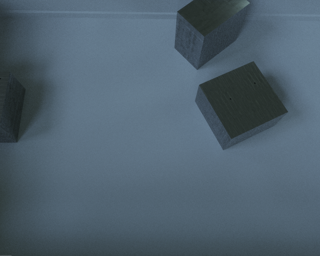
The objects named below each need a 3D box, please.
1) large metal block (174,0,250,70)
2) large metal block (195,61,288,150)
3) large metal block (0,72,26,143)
[{"bbox_3d":[0.069,-0.140,0.432,0.080,0.080,0.050,-39,75,-13],"label":"large metal block"},{"bbox_3d":[0.103,-0.029,0.407,0.080,0.050,0.080,-24,72,-9],"label":"large metal block"},{"bbox_3d":[-0.232,-0.026,0.404,0.081,0.050,0.080,0,70,0],"label":"large metal block"}]
